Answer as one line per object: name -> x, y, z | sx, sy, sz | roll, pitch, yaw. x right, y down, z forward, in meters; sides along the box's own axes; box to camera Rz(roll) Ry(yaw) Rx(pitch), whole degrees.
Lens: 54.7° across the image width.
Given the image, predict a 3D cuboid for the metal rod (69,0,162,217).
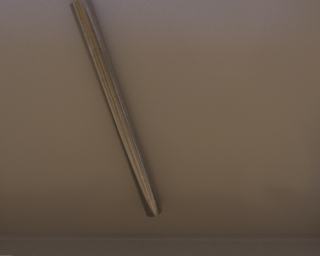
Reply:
metal rod -> -0.050, -0.011, 0.406 | 0.025, 0.025, 0.298 | -15, 110, 5
